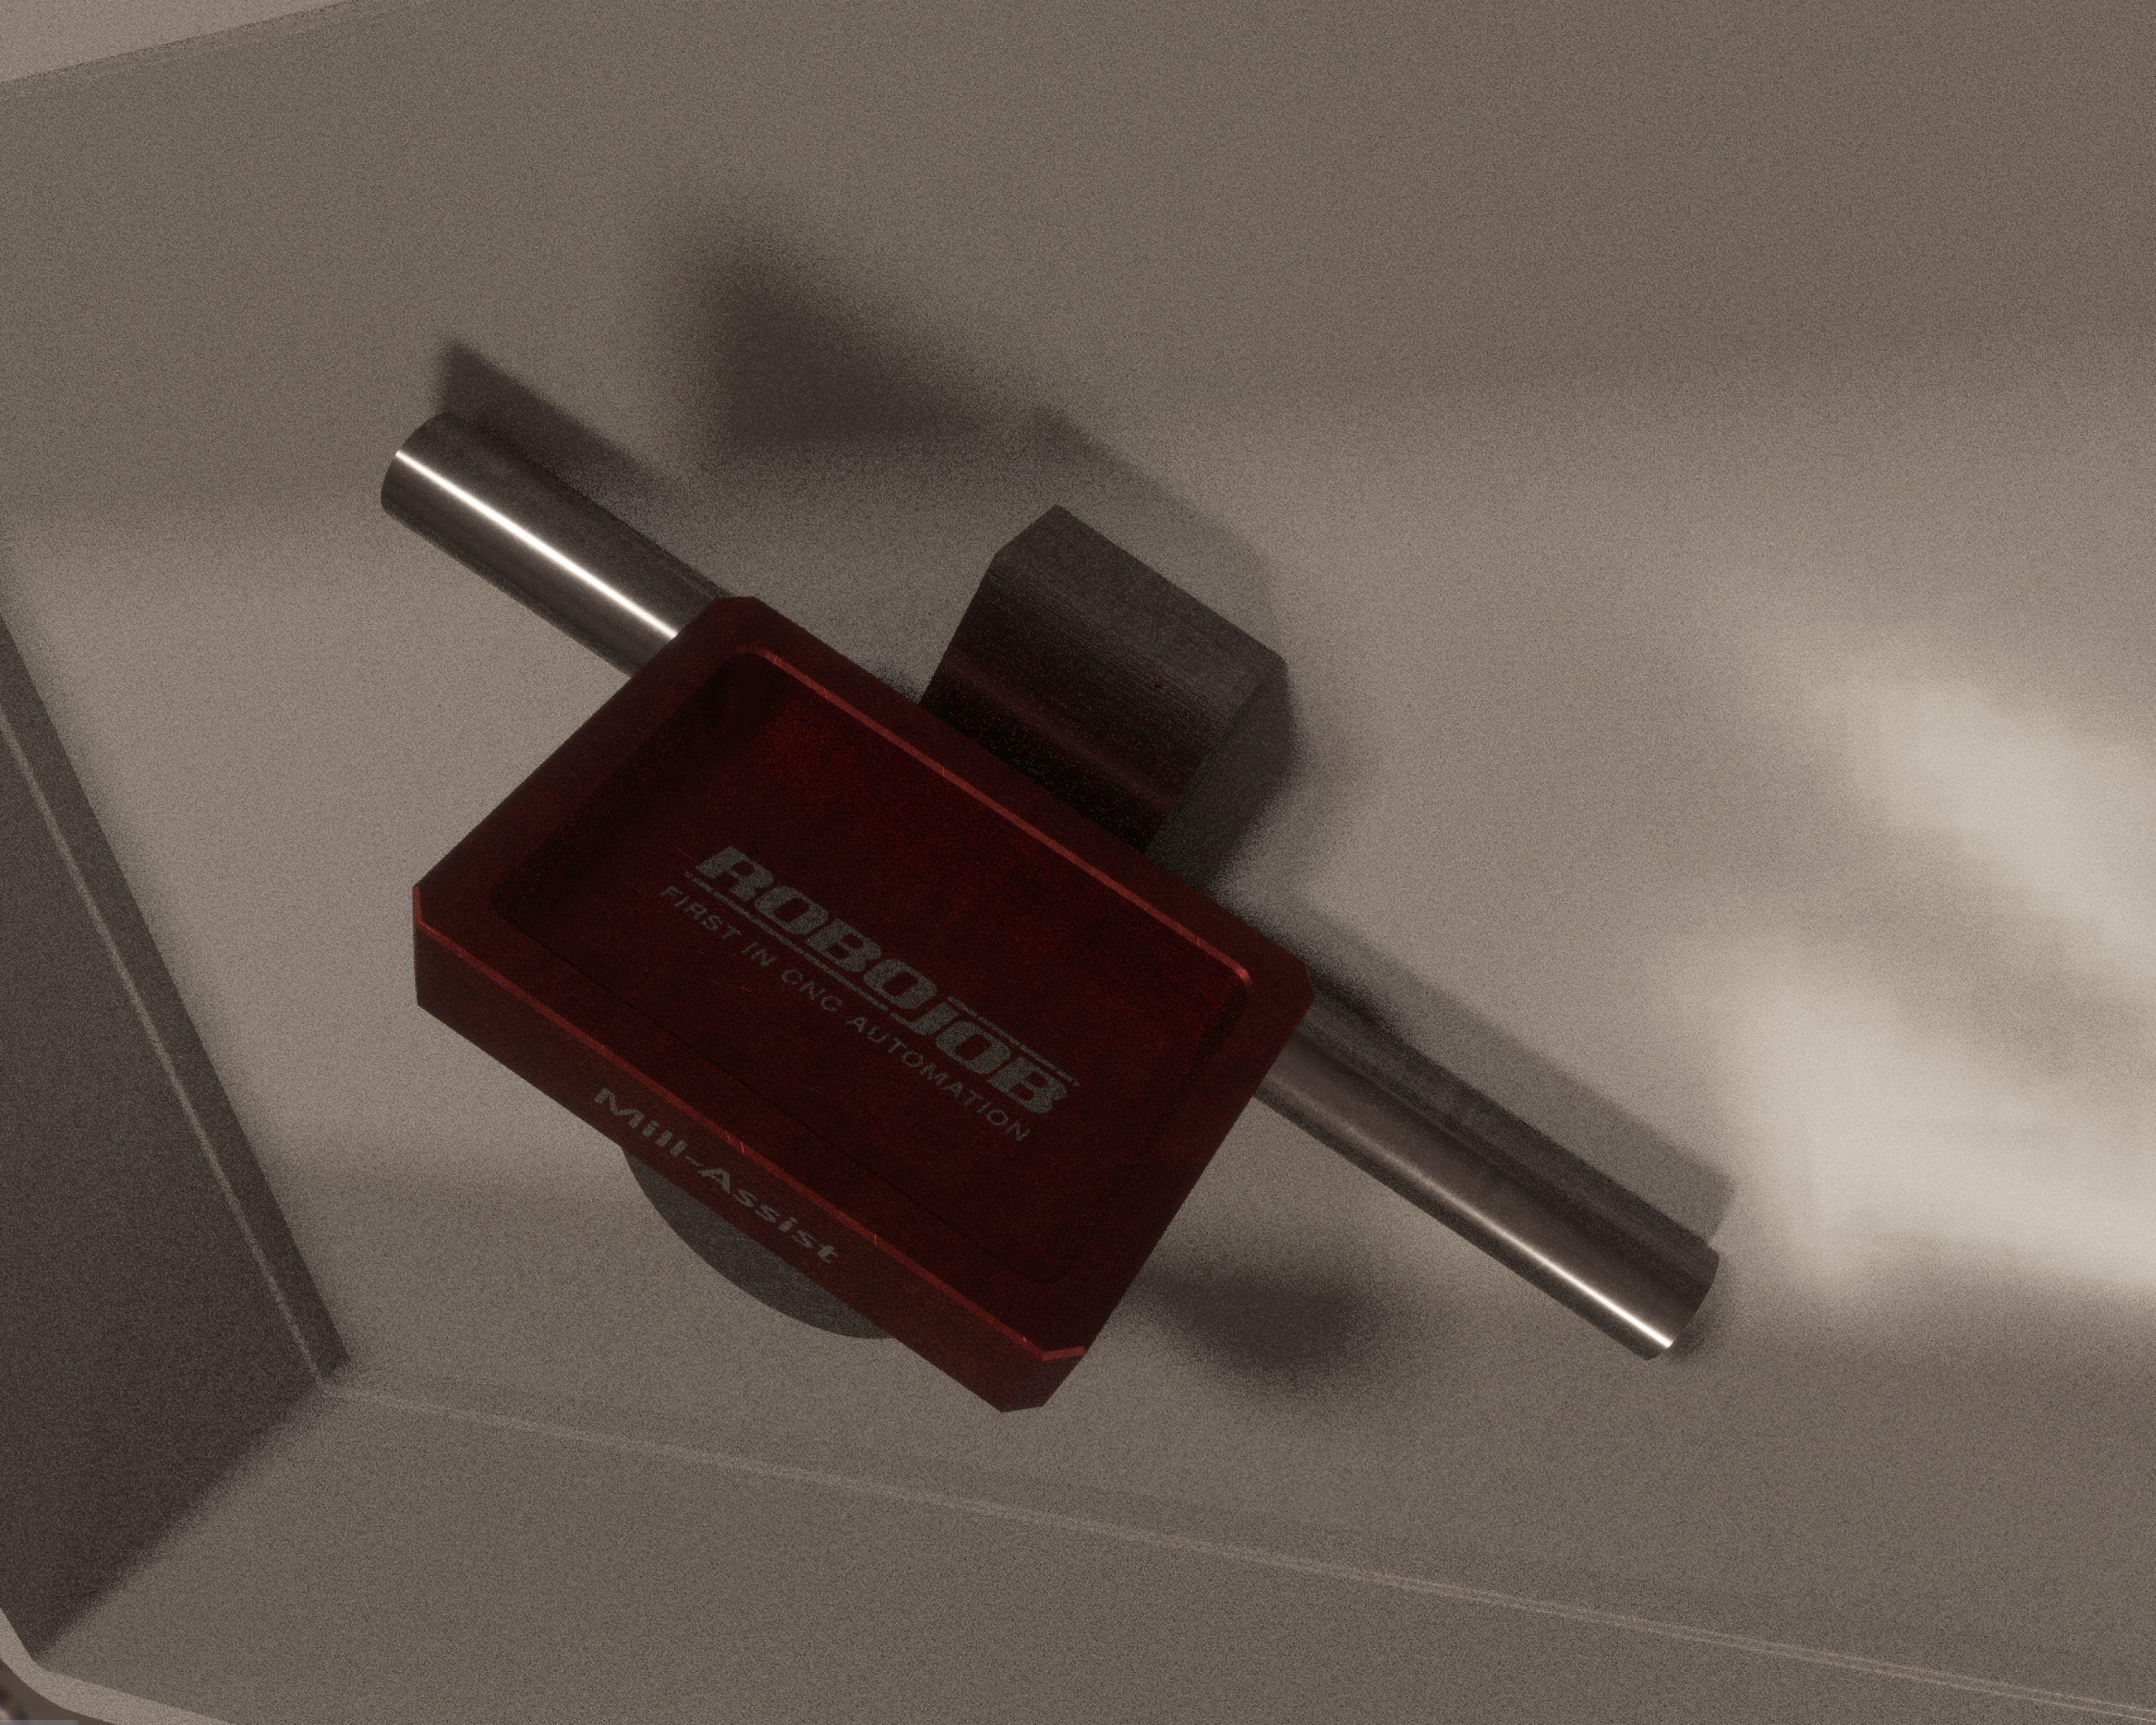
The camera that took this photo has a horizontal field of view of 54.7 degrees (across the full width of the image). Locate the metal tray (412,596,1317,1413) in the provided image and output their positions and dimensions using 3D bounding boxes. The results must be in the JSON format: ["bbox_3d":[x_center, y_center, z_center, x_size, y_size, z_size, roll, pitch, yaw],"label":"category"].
[{"bbox_3d":[-0.036,0.021,0.362,0.130,0.090,0.030,34,146,5],"label":"metal tray"}]

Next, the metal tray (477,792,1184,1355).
[{"bbox_3d":[-0.038,0.034,0.405,0.130,0.090,0.030,34,129,5],"label":"metal tray"}]

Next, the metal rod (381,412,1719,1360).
[{"bbox_3d":[-0.009,0.002,0.413,0.301,0.025,0.025,34,129,5],"label":"metal rod"}]

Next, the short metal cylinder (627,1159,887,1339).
[{"bbox_3d":[-0.050,0.054,0.441,0.080,0.050,0.079,19,134,21],"label":"short metal cylinder"}]

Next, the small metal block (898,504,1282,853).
[{"bbox_3d":[0.001,-0.029,0.387,0.050,0.025,0.050,35,129,4],"label":"small metal block"}]
